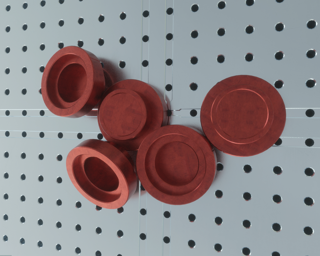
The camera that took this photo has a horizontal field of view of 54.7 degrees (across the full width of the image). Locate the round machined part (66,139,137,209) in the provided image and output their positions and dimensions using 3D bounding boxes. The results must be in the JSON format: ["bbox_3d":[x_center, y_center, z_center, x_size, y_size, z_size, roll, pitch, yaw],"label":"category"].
[{"bbox_3d":[-0.073,0.056,0.414,0.098,0.042,0.097,14,124,23],"label":"round machined part"}]

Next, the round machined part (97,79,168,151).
[{"bbox_3d":[-0.042,-0.017,0.417,0.098,0.042,0.097,0,90,19],"label":"round machined part"}]

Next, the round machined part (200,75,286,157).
[{"bbox_3d":[0.096,-0.015,0.365,0.098,0.042,0.097,-1,87,15],"label":"round machined part"}]

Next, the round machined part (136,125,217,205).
[{"bbox_3d":[0.023,0.044,0.392,0.098,0.042,0.097,0,92,15],"label":"round machined part"}]

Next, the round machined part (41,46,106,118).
[{"bbox_3d":[-0.117,-0.062,0.437,0.098,0.042,0.097,-3,83,29],"label":"round machined part"}]
